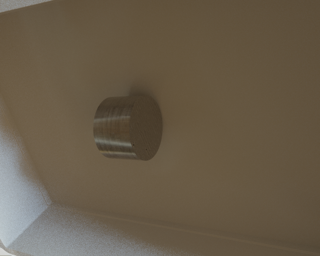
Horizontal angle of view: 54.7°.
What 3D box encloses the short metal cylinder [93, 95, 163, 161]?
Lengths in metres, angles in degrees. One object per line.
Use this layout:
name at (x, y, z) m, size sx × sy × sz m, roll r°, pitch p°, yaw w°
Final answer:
short metal cylinder at (-0.038, 0.000, 0.388) m, size 0.050 × 0.080 × 0.080 m, roll 0°, pitch 119°, yaw 28°
